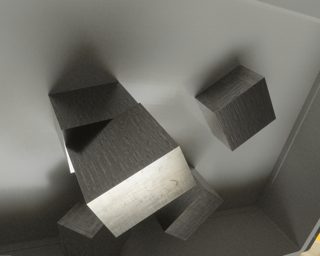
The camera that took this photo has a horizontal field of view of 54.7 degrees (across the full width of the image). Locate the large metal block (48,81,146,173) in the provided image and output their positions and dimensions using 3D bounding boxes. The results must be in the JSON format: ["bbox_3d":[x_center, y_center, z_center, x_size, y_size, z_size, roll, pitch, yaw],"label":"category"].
[{"bbox_3d":[-0.068,-0.006,0.334,0.081,0.080,0.050,-15,125,-21],"label":"large metal block"}]

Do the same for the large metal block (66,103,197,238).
[{"bbox_3d":[-0.028,0.033,0.276,0.080,0.080,0.050,-32,129,-8],"label":"large metal block"}]

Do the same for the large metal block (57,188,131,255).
[{"bbox_3d":[-0.082,0.133,0.406,0.080,0.050,0.079,-46,144,-50],"label":"large metal block"}]

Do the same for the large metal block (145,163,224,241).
[{"bbox_3d":[0.031,0.102,0.455,0.080,0.080,0.050,-48,129,5],"label":"large metal block"}]

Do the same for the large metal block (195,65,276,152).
[{"bbox_3d":[0.108,-0.028,0.436,0.080,0.050,0.080,-36,130,-4],"label":"large metal block"}]
